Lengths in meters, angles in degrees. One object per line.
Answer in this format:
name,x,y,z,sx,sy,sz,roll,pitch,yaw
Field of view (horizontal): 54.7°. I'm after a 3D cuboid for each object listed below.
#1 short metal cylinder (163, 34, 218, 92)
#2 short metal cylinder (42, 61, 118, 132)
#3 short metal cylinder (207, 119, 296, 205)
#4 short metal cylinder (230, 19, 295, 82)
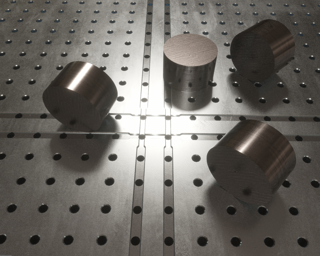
short metal cylinder,0.045,-0.101,0.477,0.081,0.050,0.080,1,50,0
short metal cylinder,-0.103,-0.040,0.404,0.080,0.080,0.050,15,52,12
short metal cylinder,0.099,0.037,0.342,0.080,0.080,0.050,35,58,25
short metal cylinder,0.155,-0.118,0.473,0.050,0.080,0.080,-34,58,-25
